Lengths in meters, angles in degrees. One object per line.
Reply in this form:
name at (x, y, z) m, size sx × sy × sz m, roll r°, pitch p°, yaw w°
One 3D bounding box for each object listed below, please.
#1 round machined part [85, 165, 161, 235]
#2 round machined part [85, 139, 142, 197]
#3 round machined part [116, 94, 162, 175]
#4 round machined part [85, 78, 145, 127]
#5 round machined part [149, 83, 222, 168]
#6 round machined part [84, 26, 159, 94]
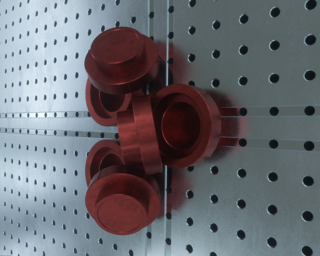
round machined part at (-0.049, 0.099, 0.402) m, size 0.099 × 0.042 × 0.097 m, roll 1°, pitch 117°, yaw 1°
round machined part at (-0.062, 0.065, 0.450) m, size 0.098 × 0.042 × 0.097 m, roll 0°, pitch 90°, yaw 40°
round machined part at (-0.027, 0.010, 0.382) m, size 0.042 × 0.098 × 0.098 m, roll -10°, pitch 81°, yaw -3°
round machined part at (-0.061, -0.051, 0.449) m, size 0.098 × 0.042 × 0.097 m, roll 0°, pitch 90°, yaw 40°
round machined part at (0.031, -0.003, 0.373) m, size 0.098 × 0.042 × 0.097 m, roll 0°, pitch 90°, yaw 40°
round machined part at (-0.051, -0.094, 0.406) m, size 0.098 × 0.042 × 0.098 m, roll -4°, pitch 56°, yaw 6°
